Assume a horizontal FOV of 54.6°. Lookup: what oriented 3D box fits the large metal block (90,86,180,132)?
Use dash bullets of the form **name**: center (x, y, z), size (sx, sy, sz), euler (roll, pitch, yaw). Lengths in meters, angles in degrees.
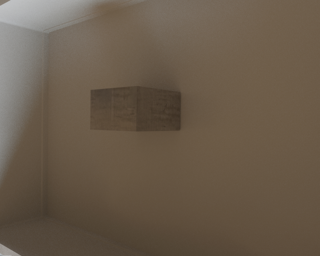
- **large metal block**: center (-0.031, -0.022, 0.395), size (0.080, 0.081, 0.050), euler (2, 91, 40)
